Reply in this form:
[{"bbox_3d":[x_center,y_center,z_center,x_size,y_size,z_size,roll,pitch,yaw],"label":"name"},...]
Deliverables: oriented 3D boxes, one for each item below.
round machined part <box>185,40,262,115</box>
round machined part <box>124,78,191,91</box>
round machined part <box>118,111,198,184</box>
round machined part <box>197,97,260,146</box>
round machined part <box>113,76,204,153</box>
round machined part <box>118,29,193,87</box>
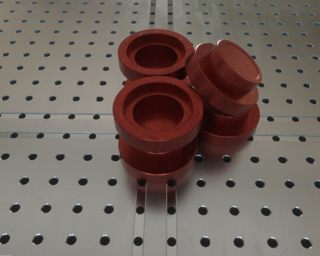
[{"bbox_3d":[0.082,-0.066,0.371,0.099,0.042,0.098,22,45,-24],"label":"round machined part"},{"bbox_3d":[-0.003,-0.059,0.448,0.099,0.042,0.098,0,50,0],"label":"round machined part"},{"bbox_3d":[-0.003,0.016,0.384,0.099,0.042,0.098,0,50,0],"label":"round machined part"},{"bbox_3d":[0.086,-0.026,0.420,0.099,0.042,0.098,0,50,0],"label":"round machined part"},{"bbox_3d":[-0.002,-0.011,0.351,0.099,0.042,0.098,0,50,0],"label":"round machined part"},{"bbox_3d":[-0.005,-0.087,0.415,0.099,0.042,0.098,0,50,0],"label":"round machined part"}]
